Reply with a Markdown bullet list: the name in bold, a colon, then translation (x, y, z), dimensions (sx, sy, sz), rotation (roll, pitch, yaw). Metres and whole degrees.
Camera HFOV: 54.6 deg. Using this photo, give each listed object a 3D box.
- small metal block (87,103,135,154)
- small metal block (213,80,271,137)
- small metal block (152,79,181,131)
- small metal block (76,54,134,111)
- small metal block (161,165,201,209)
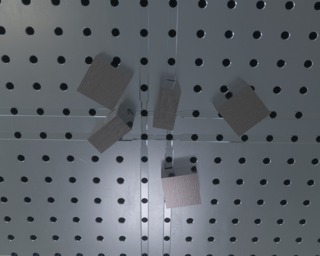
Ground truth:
- **small metal block**: translation (-0.062, 0.000, 0.399), dimensions (0.050, 0.050, 0.025), rotation (-38, 106, 13)
- **small metal block**: translation (0.106, -0.026, 0.405), dimensions (0.050, 0.025, 0.050), rotation (-39, 106, 13)
- **small metal block**: translation (0.008, -0.030, 0.389), dimensions (0.025, 0.050, 0.050), rotation (10, 110, -4)
- **small metal block**: translation (-0.069, -0.058, 0.392), dimensions (0.050, 0.025, 0.050), rotation (30, 107, -11)
- **small metal block**: translation (0.030, 0.084, 0.445), dimensions (0.050, 0.025, 0.050), rotation (-8, 110, 3)
